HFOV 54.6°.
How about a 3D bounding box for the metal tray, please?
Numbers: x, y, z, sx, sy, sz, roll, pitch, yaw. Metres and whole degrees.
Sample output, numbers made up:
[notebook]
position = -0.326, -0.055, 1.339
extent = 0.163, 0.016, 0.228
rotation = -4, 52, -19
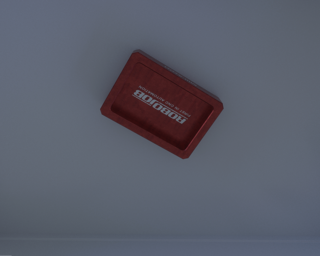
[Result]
[metal tray]
position = 0.002, -0.029, 0.397
extent = 0.130, 0.030, 0.090
rotation = 30, 107, -11
